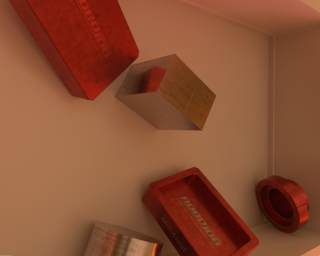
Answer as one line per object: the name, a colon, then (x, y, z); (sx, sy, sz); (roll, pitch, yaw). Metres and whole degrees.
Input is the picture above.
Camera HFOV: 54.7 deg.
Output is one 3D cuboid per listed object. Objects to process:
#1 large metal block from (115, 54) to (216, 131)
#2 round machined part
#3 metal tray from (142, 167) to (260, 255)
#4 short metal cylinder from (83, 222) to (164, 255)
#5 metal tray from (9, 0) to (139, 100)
large metal block: (0.007, -0.039, 0.378); (0.080, 0.080, 0.050); (38, 67, -34)
round machined part: (0.219, 0.128, 0.541); (0.042, 0.098, 0.097); (-20, 103, -22)
metal tray: (0.050, 0.116, 0.392); (0.091, 0.130, 0.030); (-13, 142, -40)
short metal cylinder: (-0.041, 0.140, 0.338); (0.080, 0.080, 0.050); (29, 72, -37)
metal tray: (-0.080, -0.104, 0.314); (0.090, 0.030, 0.130); (-51, 137, -28)
